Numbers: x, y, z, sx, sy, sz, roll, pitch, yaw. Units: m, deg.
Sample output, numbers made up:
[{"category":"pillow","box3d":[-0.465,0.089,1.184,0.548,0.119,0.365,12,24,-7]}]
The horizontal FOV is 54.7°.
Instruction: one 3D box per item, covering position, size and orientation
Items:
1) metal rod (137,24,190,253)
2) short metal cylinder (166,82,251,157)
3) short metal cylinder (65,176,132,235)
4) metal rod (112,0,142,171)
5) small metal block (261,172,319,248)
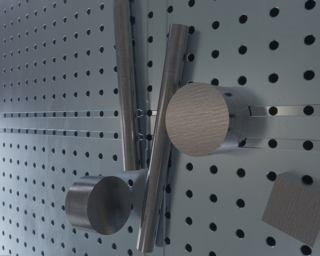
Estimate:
[{"category":"metal rod","box3d":[0.003,0.019,0.406,0.025,0.025,0.298,14,99,39]},{"category":"short metal cylinder","box3d":[0.053,-0.009,0.349,0.080,0.050,0.079,0,90,40]},{"category":"short metal cylinder","box3d":[-0.087,0.109,0.445,0.050,0.081,0.080,-6,86,40]},{"category":"metal rod","box3d":[-0.050,-0.089,0.450,0.025,0.025,0.298,-7,85,40]},{"category":"small metal block","box3d":[0.134,0.077,0.299,0.050,0.025,0.050,23,105,37]}]
